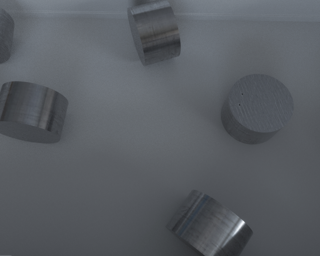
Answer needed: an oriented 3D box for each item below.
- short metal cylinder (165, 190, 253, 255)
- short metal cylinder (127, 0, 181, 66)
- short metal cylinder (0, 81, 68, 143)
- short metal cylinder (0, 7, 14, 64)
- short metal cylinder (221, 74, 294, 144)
[{"bbox_3d":[0.053,0.113,0.340,0.080,0.080,0.050,36,74,12],"label":"short metal cylinder"},{"bbox_3d":[-0.009,-0.131,0.428,0.050,0.080,0.080,-18,71,-7],"label":"short metal cylinder"},{"bbox_3d":[-0.160,-0.017,0.385,0.080,0.080,0.050,6,70,2],"label":"short metal cylinder"},{"bbox_3d":[-0.247,-0.130,0.425,0.081,0.080,0.050,-2,70,-1],"label":"short metal cylinder"},{"bbox_3d":[0.125,-0.024,0.407,0.081,0.050,0.080,0,70,0],"label":"short metal cylinder"}]
